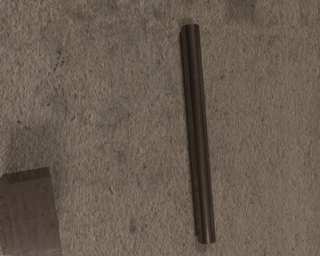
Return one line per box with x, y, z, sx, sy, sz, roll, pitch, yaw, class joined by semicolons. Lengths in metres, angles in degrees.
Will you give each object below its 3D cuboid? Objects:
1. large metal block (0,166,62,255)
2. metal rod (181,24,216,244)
-0.138;0.090;0.329;0.050;0.080;0.079;-9;93;-20;large metal block
0.054;0.010;0.430;0.025;0.025;0.298;-5;92;-20;metal rod
